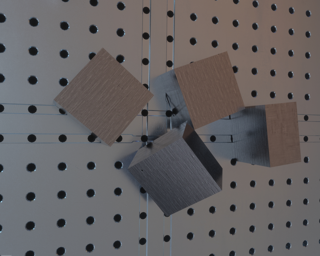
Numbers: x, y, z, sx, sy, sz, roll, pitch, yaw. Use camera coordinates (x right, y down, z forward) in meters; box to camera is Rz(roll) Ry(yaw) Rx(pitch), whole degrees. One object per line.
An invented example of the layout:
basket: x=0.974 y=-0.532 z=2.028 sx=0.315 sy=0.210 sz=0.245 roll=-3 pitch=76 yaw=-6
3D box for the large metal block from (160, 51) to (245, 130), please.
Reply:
large metal block: x=0.057 y=-0.049 z=0.420 sx=0.081 sy=0.050 sz=0.080 roll=-22 pitch=98 yaw=-19

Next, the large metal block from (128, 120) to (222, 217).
large metal block: x=0.021 y=0.051 z=0.386 sx=0.080 sy=0.050 sz=0.080 roll=-32 pitch=104 yaw=22

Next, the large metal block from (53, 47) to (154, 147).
large metal block: x=-0.069 y=-0.035 z=0.374 sx=0.080 sy=0.050 sz=0.080 roll=42 pitch=77 yaw=-15

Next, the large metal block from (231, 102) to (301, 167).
large metal block: x=0.146 y=0.007 z=0.437 sx=0.050 sy=0.080 sz=0.080 roll=-6 pitch=92 yaw=-20
